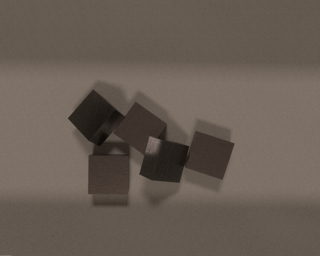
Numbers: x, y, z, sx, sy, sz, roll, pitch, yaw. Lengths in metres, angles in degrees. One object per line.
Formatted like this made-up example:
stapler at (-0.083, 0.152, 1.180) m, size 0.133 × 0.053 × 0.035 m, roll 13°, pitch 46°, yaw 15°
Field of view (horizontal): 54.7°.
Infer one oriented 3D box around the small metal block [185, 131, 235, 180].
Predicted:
small metal block at (0.065, 0.036, 0.412) m, size 0.050 × 0.025 × 0.050 m, roll 18°, pitch 90°, yaw -1°

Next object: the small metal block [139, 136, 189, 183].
small metal block at (0.006, 0.041, 0.398) m, size 0.050 × 0.025 × 0.050 m, roll 15°, pitch 90°, yaw -44°

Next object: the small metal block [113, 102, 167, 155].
small metal block at (-0.026, 0.001, 0.411) m, size 0.050 × 0.025 × 0.050 m, roll 36°, pitch 90°, yaw -1°

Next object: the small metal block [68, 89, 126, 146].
small metal block at (-0.082, -0.013, 0.399) m, size 0.050 × 0.025 × 0.050 m, roll 41°, pitch 89°, yaw 30°

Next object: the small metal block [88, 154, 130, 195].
small metal block at (-0.067, 0.061, 0.411) m, size 0.050 × 0.025 × 0.050 m, roll 1°, pitch 90°, yaw -1°
